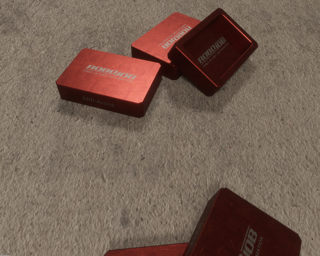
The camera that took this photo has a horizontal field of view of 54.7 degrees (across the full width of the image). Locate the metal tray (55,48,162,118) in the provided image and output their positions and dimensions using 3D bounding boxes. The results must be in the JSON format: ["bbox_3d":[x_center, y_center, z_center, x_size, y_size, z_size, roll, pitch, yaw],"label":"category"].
[{"bbox_3d":[-0.072,-0.069,0.457,0.131,0.030,0.090,14,51,11],"label":"metal tray"}]

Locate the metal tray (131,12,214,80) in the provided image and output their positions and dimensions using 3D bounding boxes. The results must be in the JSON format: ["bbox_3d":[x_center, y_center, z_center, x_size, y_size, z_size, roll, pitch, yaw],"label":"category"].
[{"bbox_3d":[0.026,-0.141,0.519,0.090,0.030,0.131,30,56,22],"label":"metal tray"}]

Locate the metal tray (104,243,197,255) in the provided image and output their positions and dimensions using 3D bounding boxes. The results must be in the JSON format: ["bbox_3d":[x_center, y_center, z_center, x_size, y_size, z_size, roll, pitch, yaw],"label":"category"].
[{"bbox_3d":[-0.001,0.169,0.258,0.091,0.030,0.130,-4,50,-4],"label":"metal tray"}]

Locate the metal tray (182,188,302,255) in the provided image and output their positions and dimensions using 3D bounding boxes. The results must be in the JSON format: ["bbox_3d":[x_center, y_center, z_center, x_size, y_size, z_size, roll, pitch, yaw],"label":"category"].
[{"bbox_3d":[0.066,0.125,0.266,0.090,0.030,0.131,33,45,6],"label":"metal tray"}]

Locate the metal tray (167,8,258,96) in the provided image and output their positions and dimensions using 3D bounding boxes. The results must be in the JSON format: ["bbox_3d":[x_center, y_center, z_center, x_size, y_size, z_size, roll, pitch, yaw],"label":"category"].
[{"bbox_3d":[0.084,-0.120,0.477,0.090,0.030,0.131,44,59,0],"label":"metal tray"}]
